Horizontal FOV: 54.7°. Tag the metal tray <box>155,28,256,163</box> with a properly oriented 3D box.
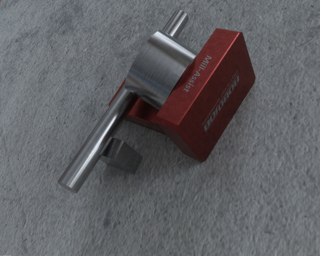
[{"bbox_3d":[0.058,-0.035,0.354,0.030,0.090,0.130,25,75,36],"label":"metal tray"}]

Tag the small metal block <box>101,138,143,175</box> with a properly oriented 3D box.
[{"bbox_3d":[-0.058,0.033,0.398,0.050,0.050,0.025,14,69,33],"label":"small metal block"}]

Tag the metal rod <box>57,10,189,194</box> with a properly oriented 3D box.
[{"bbox_3d":[-0.034,-0.052,0.404,0.025,0.025,0.300,11,58,32],"label":"metal rod"}]

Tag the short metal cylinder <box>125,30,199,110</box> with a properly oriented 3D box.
[{"bbox_3d":[0.003,-0.065,0.360,0.050,0.080,0.080,33,78,4],"label":"short metal cylinder"}]

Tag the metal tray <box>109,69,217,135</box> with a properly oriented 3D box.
[{"bbox_3d":[0.003,-0.042,0.425,0.130,0.030,0.090,20,72,35],"label":"metal tray"}]
